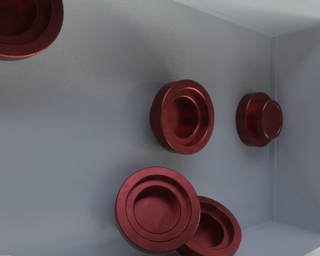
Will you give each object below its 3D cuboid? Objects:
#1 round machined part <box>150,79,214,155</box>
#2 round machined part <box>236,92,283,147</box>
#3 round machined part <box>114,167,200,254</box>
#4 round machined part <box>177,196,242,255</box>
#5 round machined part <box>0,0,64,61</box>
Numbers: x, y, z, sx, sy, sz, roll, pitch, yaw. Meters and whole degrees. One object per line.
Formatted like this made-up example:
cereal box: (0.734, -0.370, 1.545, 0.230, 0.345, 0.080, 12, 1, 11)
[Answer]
round machined part: (0.025, -0.014, 0.416, 0.099, 0.042, 0.097, 0, 90, -40)
round machined part: (0.181, -0.015, 0.547, 0.099, 0.042, 0.097, 0, 90, -40)
round machined part: (-0.005, 0.099, 0.371, 0.099, 0.042, 0.098, 6, 61, -10)
round machined part: (0.056, 0.143, 0.418, 0.099, 0.098, 0.042, -15, 135, -39)
round machined part: (-0.142, -0.109, 0.276, 0.099, 0.042, 0.097, 0, 90, -40)
